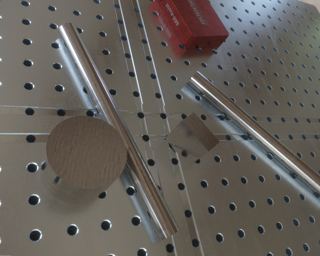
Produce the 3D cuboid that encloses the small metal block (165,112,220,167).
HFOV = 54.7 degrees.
[{"bbox_3d":[0.041,0.016,0.406,0.025,0.050,0.050,-34,81,-38],"label":"small metal block"}]

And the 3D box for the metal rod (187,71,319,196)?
[{"bbox_3d":[0.166,0.016,0.489,0.300,0.025,0.025,40,51,-1],"label":"metal rod"}]

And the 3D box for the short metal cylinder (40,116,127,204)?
[{"bbox_3d":[-0.082,0.034,0.328,0.081,0.050,0.080,14,56,-21],"label":"short metal cylinder"}]

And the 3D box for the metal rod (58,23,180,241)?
[{"bbox_3d":[-0.058,-0.008,0.382,0.025,0.025,0.299,-17,71,-35],"label":"metal rod"}]

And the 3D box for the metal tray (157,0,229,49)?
[{"bbox_3d":[0.058,-0.207,0.564,0.091,0.030,0.130,-14,69,-34],"label":"metal tray"}]
